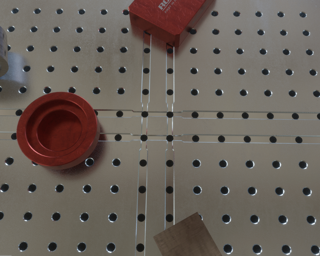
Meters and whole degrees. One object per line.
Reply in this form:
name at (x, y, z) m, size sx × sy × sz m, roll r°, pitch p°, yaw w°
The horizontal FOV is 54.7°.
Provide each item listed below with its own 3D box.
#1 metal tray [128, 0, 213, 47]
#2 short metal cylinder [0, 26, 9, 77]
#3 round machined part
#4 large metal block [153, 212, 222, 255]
metal tray at (0.024, -0.199, 0.482) m, size 0.090 × 0.030 × 0.130 m, roll 31°, pitch 73°, yaw 10°
short metal cylinder at (-0.251, -0.105, 0.419) m, size 0.081 × 0.080 × 0.050 m, roll -11°, pitch 71°, yaw -4°
round machined part at (-0.127, 0.006, 0.399) m, size 0.099 × 0.042 × 0.098 m, roll 0°, pitch 70°, yaw 0°
large metal block at (0.034, 0.141, 0.331) m, size 0.050 × 0.080 × 0.080 m, roll -27°, pitch 72°, yaw -9°
